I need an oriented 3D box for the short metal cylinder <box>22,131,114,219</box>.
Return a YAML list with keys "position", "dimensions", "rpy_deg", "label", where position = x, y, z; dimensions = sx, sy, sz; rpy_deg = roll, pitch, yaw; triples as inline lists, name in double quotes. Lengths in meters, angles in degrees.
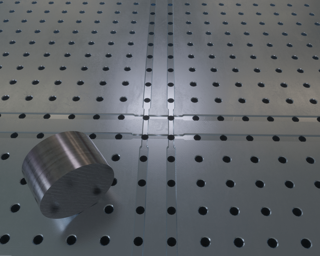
- position: [-0.097, 0.050, 0.330]
  dimensions: [0.080, 0.080, 0.050]
  rpy_deg: [-28, 56, -22]
  label: "short metal cylinder"
